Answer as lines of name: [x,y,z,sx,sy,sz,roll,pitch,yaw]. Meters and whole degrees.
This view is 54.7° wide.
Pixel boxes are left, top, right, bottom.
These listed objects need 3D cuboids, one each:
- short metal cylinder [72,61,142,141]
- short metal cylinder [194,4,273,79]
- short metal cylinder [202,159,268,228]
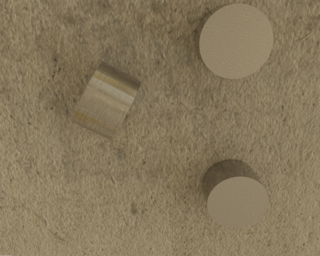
short metal cylinder: [-0.063,-0.032,0.368,0.050,0.080,0.080,27,108,-10]
short metal cylinder: [0.083,-0.101,0.360,0.081,0.050,0.079,0,110,-1]
short metal cylinder: [0.102,0.091,0.431,0.081,0.050,0.079,0,110,-1]
